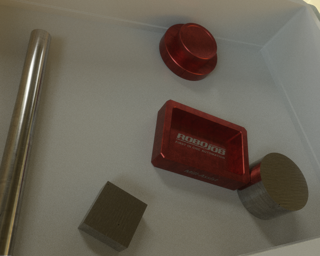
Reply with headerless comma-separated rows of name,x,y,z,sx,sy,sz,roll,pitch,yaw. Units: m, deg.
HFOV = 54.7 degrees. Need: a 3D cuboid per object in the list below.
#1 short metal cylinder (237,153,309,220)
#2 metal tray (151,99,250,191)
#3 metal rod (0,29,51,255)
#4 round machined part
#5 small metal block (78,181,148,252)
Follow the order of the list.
short metal cylinder,0.153,0.080,0.426,0.081,0.050,0.080,14,56,-21
metal tray,0.058,0.024,0.420,0.131,0.030,0.090,19,54,-17
metal rod,-0.145,0.012,0.320,0.025,0.025,0.299,11,57,-23
round machined part,0.052,-0.128,0.497,0.099,0.042,0.098,12,62,-23
small metal block,-0.049,0.092,0.324,0.050,0.025,0.050,33,51,-7
